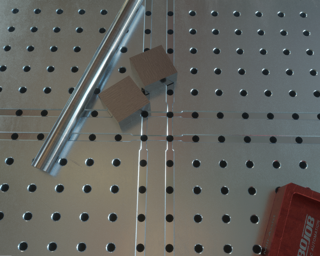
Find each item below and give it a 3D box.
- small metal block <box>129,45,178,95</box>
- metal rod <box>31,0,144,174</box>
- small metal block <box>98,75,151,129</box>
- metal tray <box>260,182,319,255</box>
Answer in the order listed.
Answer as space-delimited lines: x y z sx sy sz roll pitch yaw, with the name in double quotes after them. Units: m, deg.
-0.009 -0.083 0.442 0.050 0.025 0.050 -25 72 -9 "small metal block"
-0.094 -0.077 0.439 0.025 0.025 0.300 21 71 7 "metal rod"
-0.048 -0.035 0.424 0.050 0.025 0.050 -34 74 -12 "small metal block"
0.171 0.140 0.358 0.090 0.030 0.130 20 71 7 "metal tray"
